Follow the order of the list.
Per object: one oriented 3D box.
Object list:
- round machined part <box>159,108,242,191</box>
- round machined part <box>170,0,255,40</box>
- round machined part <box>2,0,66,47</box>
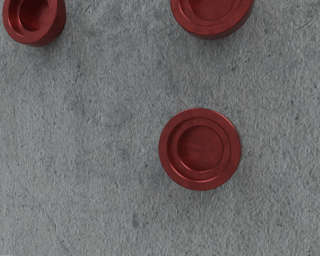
[{"bbox_3d":[0.051,0.025,0.382,0.098,0.042,0.097,0,90,20],"label":"round machined part"},{"bbox_3d":[0.065,-0.156,0.377,0.098,0.042,0.097,0,90,20],"label":"round machined part"},{"bbox_3d":[-0.182,-0.170,0.464,0.098,0.042,0.097,0,90,20],"label":"round machined part"}]
